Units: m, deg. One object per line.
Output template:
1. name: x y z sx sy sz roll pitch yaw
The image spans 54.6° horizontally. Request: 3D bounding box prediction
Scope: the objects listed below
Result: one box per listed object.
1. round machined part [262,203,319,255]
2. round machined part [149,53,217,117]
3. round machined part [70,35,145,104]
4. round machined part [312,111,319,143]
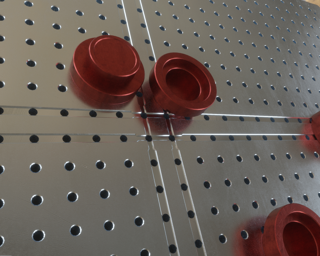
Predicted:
1. round machined part: 0.172 0.150 0.397 0.099 0.042 0.098 13 56 -21
2. round machined part: 0.029 -0.057 0.447 0.099 0.042 0.098 13 56 -21
3. round machined part: -0.065 -0.084 0.413 0.099 0.042 0.098 13 56 -21
4. round machined part: 0.335 0.003 0.575 0.099 0.042 0.098 13 56 -21
